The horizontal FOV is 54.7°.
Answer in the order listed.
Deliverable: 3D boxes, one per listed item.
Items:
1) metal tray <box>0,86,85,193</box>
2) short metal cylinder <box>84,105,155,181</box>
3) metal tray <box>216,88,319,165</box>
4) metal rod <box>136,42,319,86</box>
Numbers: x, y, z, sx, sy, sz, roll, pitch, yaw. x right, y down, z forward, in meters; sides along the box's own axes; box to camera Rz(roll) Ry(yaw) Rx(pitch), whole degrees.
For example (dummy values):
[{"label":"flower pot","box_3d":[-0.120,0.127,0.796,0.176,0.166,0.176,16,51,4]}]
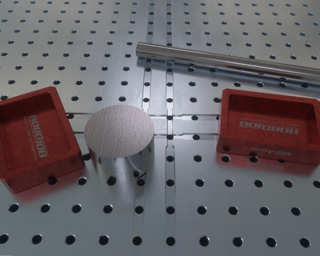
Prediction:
[{"label":"metal tray","box_3d":[-0.160,0.008,0.395,0.091,0.030,0.130,-20,53,-17]},{"label":"short metal cylinder","box_3d":[-0.047,0.017,0.376,0.081,0.050,0.080,0,50,0]},{"label":"metal tray","box_3d":[0.144,-0.005,0.409,0.131,0.030,0.090,8,50,6]},{"label":"metal rod","box_3d":[0.110,-0.103,0.495,0.301,0.025,0.025,11,51,9]}]
